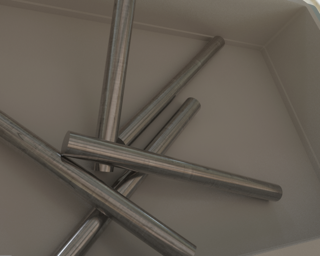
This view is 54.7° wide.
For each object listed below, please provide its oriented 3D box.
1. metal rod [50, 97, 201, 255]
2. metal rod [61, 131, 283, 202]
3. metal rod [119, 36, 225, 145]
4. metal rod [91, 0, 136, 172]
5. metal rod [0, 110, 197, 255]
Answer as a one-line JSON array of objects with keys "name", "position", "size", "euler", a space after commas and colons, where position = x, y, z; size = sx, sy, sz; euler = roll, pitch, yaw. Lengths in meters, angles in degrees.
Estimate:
[{"name": "metal rod", "position": [-0.028, 0.053, 0.358], "size": [0.025, 0.025, 0.301], "euler": [42, 51, 0]}, {"name": "metal rod", "position": [0.036, 0.053, 0.370], "size": [0.302, 0.025, 0.025], "euler": [17, 55, -28]}, {"name": "metal rod", "position": [0.028, -0.068, 0.463], "size": [0.025, 0.025, 0.301], "euler": [42, 51, 0]}, {"name": "metal rod", "position": [-0.047, -0.100, 0.360], "size": [0.025, 0.025, 0.298], "euler": [9, 84, -24]}, {"name": "metal rod", "position": [-0.096, 0.040, 0.306], "size": [0.301, 0.025, 0.025], "euler": [34, 51, 3]}]
